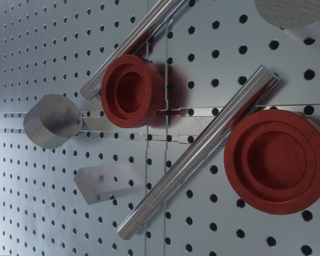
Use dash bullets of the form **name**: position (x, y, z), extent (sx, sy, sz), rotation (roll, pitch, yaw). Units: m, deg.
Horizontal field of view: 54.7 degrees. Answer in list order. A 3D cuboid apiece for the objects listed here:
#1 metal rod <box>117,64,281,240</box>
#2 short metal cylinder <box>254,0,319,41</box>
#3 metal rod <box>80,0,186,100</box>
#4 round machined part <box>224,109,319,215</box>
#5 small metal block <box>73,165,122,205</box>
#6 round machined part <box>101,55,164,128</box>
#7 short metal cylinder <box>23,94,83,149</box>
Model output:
- **metal rod**: position (0.031, 0.048, 0.383), extent (0.298, 0.025, 0.025), rotation (-52, 60, 27)
- **short metal cylinder**: position (0.134, -0.125, 0.282), extent (0.080, 0.050, 0.080), rotation (0, 90, 40)
- **metal rod**: position (-0.022, -0.134, 0.427), extent (0.299, 0.025, 0.025), rotation (-38, 67, 33)
- **round machined part**: position (0.116, 0.031, 0.302), extent (0.098, 0.042, 0.097), rotation (0, 90, 40)
- **small metal block**: position (-0.095, 0.085, 0.472), extent (0.050, 0.050, 0.025), rotation (50, 120, 28)
- **round machined part**: position (-0.034, -0.048, 0.426), extent (0.098, 0.042, 0.097), rotation (0, 90, 40)
- **short metal cylinder**: position (-0.179, -0.011, 0.522), extent (0.050, 0.081, 0.080), rotation (-32, 70, 36)
